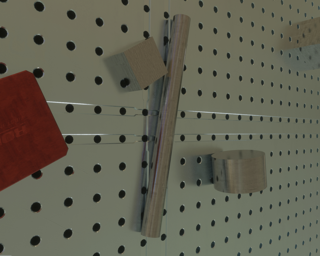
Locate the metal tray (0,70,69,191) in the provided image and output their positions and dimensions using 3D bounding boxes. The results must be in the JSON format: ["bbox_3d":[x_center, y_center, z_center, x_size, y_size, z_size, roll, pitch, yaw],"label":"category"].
[{"bbox_3d":[-0.160,0.013,0.273,0.131,0.030,0.090,-32,110,-36],"label":"metal tray"}]

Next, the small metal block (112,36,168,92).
[{"bbox_3d":[-0.024,-0.080,0.391,0.050,0.025,0.050,-39,114,-33],"label":"small metal block"}]

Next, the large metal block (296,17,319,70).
[{"bbox_3d":[0.357,-0.190,0.696,0.080,0.050,0.080,37,67,-34],"label":"large metal block"}]

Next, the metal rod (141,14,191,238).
[{"bbox_3d":[0.009,-0.008,0.418,0.025,0.025,0.298,14,81,-40],"label":"metal rod"}]

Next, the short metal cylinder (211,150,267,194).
[{"bbox_3d":[0.122,0.065,0.479,0.081,0.080,0.050,-9,96,-40],"label":"short metal cylinder"}]
